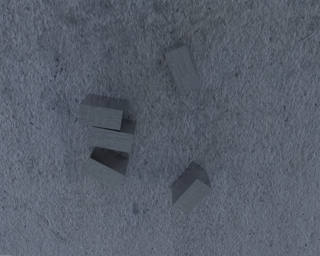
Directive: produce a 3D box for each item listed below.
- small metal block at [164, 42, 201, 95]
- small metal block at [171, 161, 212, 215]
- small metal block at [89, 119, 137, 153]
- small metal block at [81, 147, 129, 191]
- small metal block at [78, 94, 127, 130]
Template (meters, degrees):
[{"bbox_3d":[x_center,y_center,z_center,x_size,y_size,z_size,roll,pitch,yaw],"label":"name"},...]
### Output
[{"bbox_3d":[0.026,-0.073,0.370,0.025,0.050,0.050,-21,109,7],"label":"small metal block"},{"bbox_3d":[0.042,0.081,0.427,0.025,0.050,0.050,36,106,-12],"label":"small metal block"},{"bbox_3d":[-0.059,0.006,0.398,0.050,0.050,0.025,11,110,-4],"label":"small metal block"},{"bbox_3d":[-0.072,0.050,0.414,0.050,0.050,0.025,30,107,-11],"label":"small metal block"},{"bbox_3d":[-0.070,-0.021,0.388,0.050,0.050,0.025,9,110,-4],"label":"small metal block"}]
